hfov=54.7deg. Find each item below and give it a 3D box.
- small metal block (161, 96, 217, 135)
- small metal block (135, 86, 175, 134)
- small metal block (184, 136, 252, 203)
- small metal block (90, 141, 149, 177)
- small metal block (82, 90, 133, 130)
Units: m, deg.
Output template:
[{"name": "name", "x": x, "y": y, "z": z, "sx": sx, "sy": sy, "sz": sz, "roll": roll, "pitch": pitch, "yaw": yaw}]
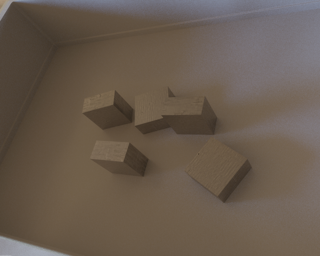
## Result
[{"name": "small metal block", "x": 0.037, "y": -0.014, "z": 0.379, "sx": 0.050, "sy": 0.050, "sz": 0.025, "roll": 0, "pitch": 62, "yaw": 28}, {"name": "small metal block", "x": -0.006, "y": -0.024, "z": 0.424, "sx": 0.050, "sy": 0.025, "sz": 0.050, "roll": -15, "pitch": 55, "yaw": 19}, {"name": "small metal block", "x": 0.064, "y": 0.046, "z": 0.344, "sx": 0.050, "sy": 0.025, "sz": 0.050, "roll": 35, "pitch": 81, "yaw": 38}, {"name": "small metal block", "x": -0.051, "y": 0.039, "z": 0.392, "sx": 0.050, "sy": 0.050, "sz": 0.025, "roll": 2, "pitch": 63, "yaw": 29}, {"name": "small metal block", "x": -0.074, "y": -0.025, "z": 0.444, "sx": 0.050, "sy": 0.050, "sz": 0.025, "roll": -13, "pitch": 57, "yaw": 21}]
